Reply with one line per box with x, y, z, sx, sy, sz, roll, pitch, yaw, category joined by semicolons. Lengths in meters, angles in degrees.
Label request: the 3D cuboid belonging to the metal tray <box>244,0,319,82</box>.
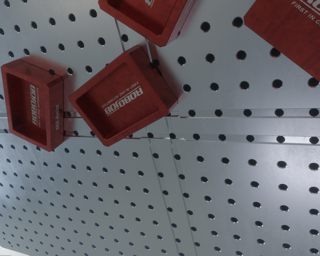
0.153;-0.094;0.270;0.130;0.030;0.090;38;129;2;metal tray

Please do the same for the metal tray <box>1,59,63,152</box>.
-0.200;-0.033;0.494;0.090;0.030;0.129;23;127;14;metal tray

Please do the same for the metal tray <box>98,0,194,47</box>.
-0.002;-0.160;0.310;0.090;0.030;0.129;34;129;5;metal tray

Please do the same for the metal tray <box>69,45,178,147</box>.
-0.053;-0.037;0.413;0.130;0.030;0.090;-28;104;37;metal tray
